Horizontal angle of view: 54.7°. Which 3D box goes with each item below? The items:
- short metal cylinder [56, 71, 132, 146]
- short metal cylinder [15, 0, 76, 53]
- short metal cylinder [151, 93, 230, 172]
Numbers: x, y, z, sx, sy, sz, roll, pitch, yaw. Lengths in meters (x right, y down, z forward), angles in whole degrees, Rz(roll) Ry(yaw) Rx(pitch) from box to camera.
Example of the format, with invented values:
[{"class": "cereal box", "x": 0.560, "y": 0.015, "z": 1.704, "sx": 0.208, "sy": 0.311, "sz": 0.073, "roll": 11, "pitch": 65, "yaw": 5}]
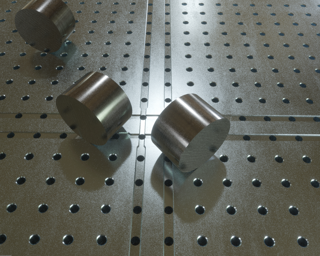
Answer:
[{"class": "short metal cylinder", "x": -0.082, "y": -0.024, "z": 0.391, "sx": 0.080, "sy": 0.080, "sz": 0.050, "roll": 26, "pitch": 55, "yaw": 20}, {"class": "short metal cylinder", "x": -0.190, "y": -0.173, "z": 0.515, "sx": 0.080, "sy": 0.080, "sz": 0.050, "roll": 12, "pitch": 51, "yaw": 10}, {"class": "short metal cylinder", "x": 0.036, "y": 0.006, "z": 0.367, "sx": 0.081, "sy": 0.080, "sz": 0.050, "roll": -31, "pitch": 57, "yaw": -24}]
